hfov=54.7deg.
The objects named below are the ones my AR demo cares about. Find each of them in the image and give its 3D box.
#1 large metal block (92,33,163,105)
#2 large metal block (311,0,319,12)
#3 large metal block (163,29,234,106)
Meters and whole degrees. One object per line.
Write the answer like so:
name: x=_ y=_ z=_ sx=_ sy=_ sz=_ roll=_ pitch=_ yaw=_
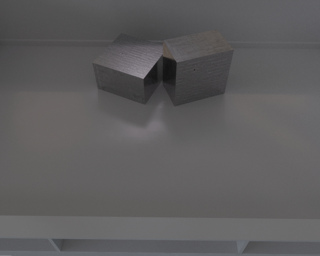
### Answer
large metal block: x=-0.041 y=-0.090 z=0.464 sx=0.080 sy=0.050 sz=0.080 roll=20 pitch=53 yaw=16
large metal block: x=0.343 y=-0.284 z=0.613 sx=0.050 sy=0.080 sz=0.080 roll=-3 pitch=50 yaw=-3
large metal block: x=0.050 y=-0.085 z=0.441 sx=0.081 sy=0.080 sz=0.050 roll=-15 pitch=52 yaw=-13
